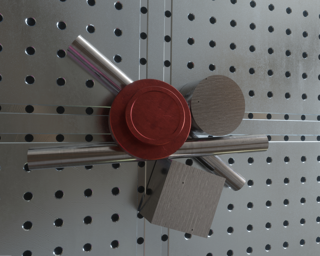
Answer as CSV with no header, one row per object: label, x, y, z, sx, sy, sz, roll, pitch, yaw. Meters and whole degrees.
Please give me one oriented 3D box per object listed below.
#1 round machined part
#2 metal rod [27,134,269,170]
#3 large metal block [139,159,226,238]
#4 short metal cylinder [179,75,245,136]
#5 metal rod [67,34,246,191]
round machined part,-0.009,-0.011,0.365,0.099,0.042,0.097,2,81,-14
metal rod,-0.004,0.028,0.392,0.302,0.025,0.025,-3,91,-13
large metal block,0.029,0.089,0.409,0.080,0.050,0.080,21,83,-19
short metal cylinder,0.068,-0.029,0.425,0.081,0.050,0.079,0,90,-21
metal rod,0.006,-0.011,0.416,0.300,0.025,0.025,40,77,-16
